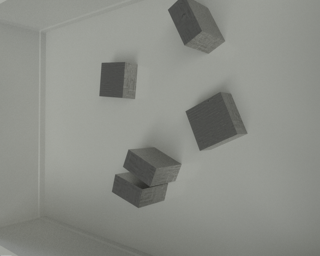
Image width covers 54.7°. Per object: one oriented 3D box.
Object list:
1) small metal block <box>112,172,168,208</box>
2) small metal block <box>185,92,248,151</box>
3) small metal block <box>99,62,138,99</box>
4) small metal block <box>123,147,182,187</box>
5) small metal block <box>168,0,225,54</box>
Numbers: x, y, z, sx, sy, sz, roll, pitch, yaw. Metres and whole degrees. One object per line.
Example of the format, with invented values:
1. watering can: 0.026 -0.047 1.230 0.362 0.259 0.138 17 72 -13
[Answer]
1. small metal block: -0.026 0.079 0.410 0.050 0.050 0.025 20 103 38
2. small metal block: 0.063 -0.007 0.353 0.050 0.025 0.050 -29 72 36
3. small metal block: -0.061 -0.069 0.455 0.050 0.025 0.050 8 95 39
4. small metal block: -0.010 0.048 0.397 0.050 0.050 0.025 30 109 36
5. small metal block: 0.042 -0.117 0.354 0.025 0.050 0.050 -34 69 35
